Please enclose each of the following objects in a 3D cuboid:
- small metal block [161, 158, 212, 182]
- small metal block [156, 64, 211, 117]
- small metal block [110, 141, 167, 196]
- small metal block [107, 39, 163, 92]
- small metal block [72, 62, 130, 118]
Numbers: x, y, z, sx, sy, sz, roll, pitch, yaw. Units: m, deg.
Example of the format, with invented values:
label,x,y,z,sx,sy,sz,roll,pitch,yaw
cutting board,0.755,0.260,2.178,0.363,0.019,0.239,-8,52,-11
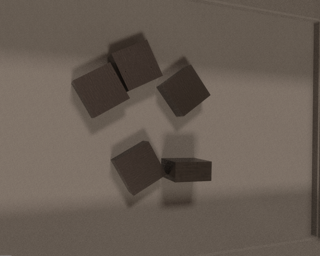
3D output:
label,x,y,z,sx,sy,sz,roll,pitch,yaw
small metal block,0.034,0.055,0.411,0.050,0.050,0.025,1,90,-20
small metal block,0.032,-0.050,0.424,0.050,0.025,0.050,-38,103,-16
small metal block,-0.028,0.051,0.401,0.050,0.025,0.050,-31,100,-18
small metal block,-0.032,-0.079,0.399,0.050,0.025,0.050,-27,99,-18
small metal block,-0.074,-0.046,0.384,0.050,0.025,0.050,-31,101,-18
